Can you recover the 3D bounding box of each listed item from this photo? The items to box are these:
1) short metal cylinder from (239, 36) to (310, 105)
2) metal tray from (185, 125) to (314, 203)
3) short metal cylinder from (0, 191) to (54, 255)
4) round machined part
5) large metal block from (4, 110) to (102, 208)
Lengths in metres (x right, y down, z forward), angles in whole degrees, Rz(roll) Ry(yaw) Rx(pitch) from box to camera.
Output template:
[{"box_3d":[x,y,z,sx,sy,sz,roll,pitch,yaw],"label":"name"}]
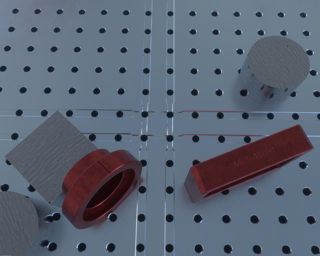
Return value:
[{"box_3d":[0.155,-0.079,0.428,0.081,0.050,0.080,0,70,0],"label":"short metal cylinder"},{"box_3d":[0.097,0.045,0.361,0.131,0.090,0.030,-20,72,-7],"label":"metal tray"},{"box_3d":[-0.171,0.116,0.355,0.081,0.050,0.080,0,70,0],"label":"short metal cylinder"},{"box_3d":[-0.070,0.062,0.350,0.042,0.098,0.098,39,75,21],"label":"round machined part"},{"box_3d":[-0.123,0.039,0.383,0.080,0.050,0.080,41,75,13],"label":"large metal block"}]
